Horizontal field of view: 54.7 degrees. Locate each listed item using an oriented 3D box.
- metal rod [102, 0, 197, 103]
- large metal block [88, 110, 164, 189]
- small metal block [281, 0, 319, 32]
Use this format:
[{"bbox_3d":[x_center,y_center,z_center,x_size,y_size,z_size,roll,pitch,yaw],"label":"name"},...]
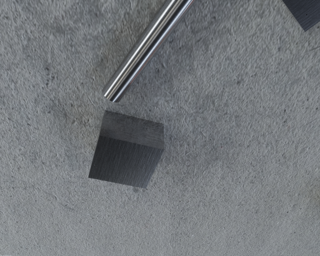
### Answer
[{"bbox_3d":[0.028,-0.133,0.294,0.025,0.025,0.299,28,124,-22],"label":"metal rod"},{"bbox_3d":[-0.045,0.030,0.416,0.081,0.050,0.079,13,129,-12],"label":"large metal block"},{"bbox_3d":[0.146,-0.131,0.298,0.050,0.025,0.050,-37,121,27],"label":"small metal block"}]
